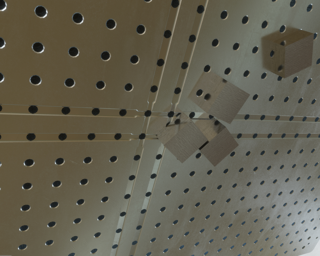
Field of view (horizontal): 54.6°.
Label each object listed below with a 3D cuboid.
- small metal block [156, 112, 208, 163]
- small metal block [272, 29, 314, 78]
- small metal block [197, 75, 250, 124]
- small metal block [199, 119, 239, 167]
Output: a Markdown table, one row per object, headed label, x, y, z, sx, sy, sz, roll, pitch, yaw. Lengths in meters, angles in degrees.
| label | x | y | z | sx | sy | sz | roll | pitch | yaw |
| --- | --- | --- | --- | --- | --- | --- | --- | --- | --- |
| small metal block | 0.032 | 0.014 | 0.436 | 0.050 | 0.025 | 0.050 | -43 | 129 | 1 |
| small metal block | 0.192 | -0.107 | 0.449 | 0.050 | 0.025 | 0.050 | -26 | 128 | -13 |
| small metal block | 0.090 | -0.039 | 0.435 | 0.050 | 0.025 | 0.050 | 21 | 107 | -36 |
| small metal block | 0.084 | 0.023 | 0.471 | 0.050 | 0.025 | 0.050 | -43 | 129 | 1 |
